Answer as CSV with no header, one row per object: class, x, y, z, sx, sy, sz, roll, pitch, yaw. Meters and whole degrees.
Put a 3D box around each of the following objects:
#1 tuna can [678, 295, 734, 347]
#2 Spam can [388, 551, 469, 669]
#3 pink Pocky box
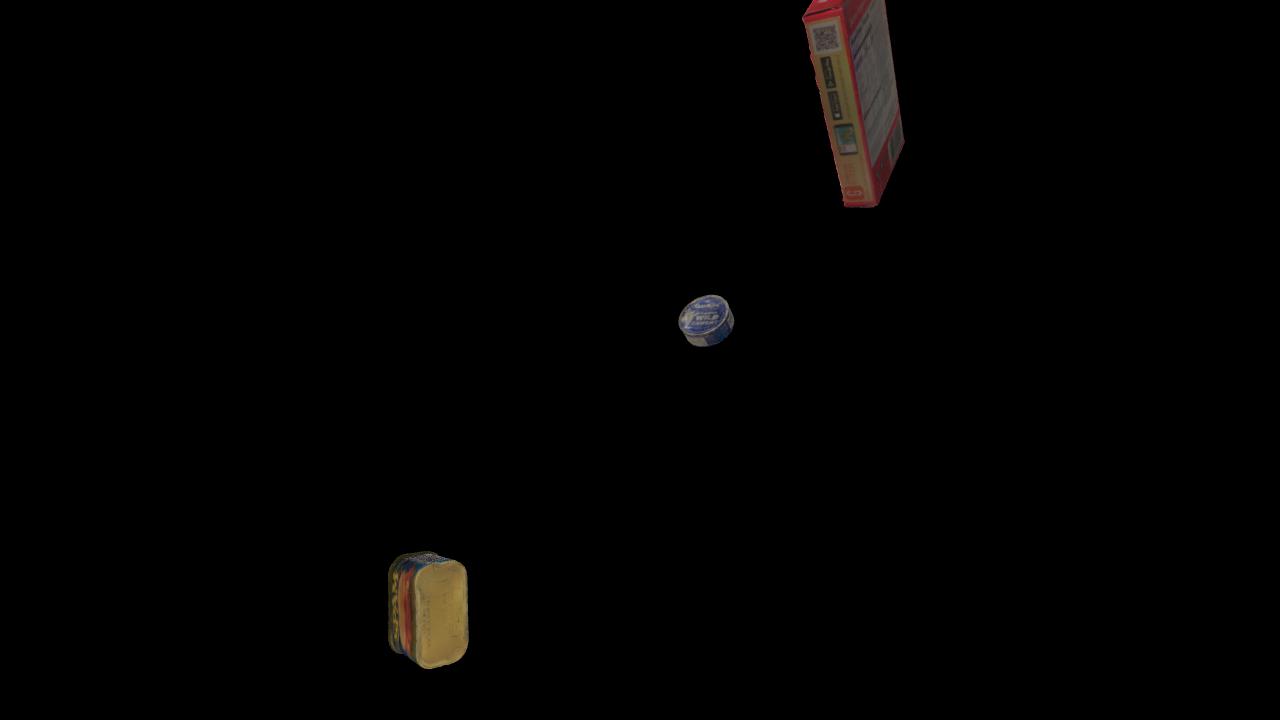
tuna can,0.105,-0.061,0.969,0.084,0.084,0.034,0,-37,32
Spam can,-0.214,0.251,0.624,0.058,0.101,0.085,2,-10,-37
pink Pocky box,0.159,-0.197,0.444,0.029,0.084,0.155,8,-34,36
